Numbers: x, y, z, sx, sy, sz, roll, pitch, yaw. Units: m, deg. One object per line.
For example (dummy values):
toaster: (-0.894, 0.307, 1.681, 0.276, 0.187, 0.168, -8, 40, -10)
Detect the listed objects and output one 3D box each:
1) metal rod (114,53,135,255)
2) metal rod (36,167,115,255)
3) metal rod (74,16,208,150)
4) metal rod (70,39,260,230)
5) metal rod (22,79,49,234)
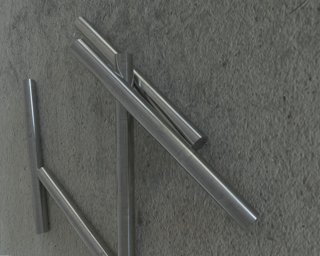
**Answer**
metal rod: (-0.048, 0.051, 0.425, 0.025, 0.025, 0.298, 6, 100, 40)
metal rod: (-0.125, 0.163, 0.508, 0.300, 0.025, 0.025, 39, 114, 33)
metal rod: (-0.042, -0.077, 0.439, 0.300, 0.025, 0.025, 47, 118, 29)
metal rod: (-0.005, -0.004, 0.366, 0.300, 0.025, 0.025, 45, 118, 15)
metal rod: (-0.244, 0.052, 0.607, 0.025, 0.025, 0.298, -13, 82, 39)
